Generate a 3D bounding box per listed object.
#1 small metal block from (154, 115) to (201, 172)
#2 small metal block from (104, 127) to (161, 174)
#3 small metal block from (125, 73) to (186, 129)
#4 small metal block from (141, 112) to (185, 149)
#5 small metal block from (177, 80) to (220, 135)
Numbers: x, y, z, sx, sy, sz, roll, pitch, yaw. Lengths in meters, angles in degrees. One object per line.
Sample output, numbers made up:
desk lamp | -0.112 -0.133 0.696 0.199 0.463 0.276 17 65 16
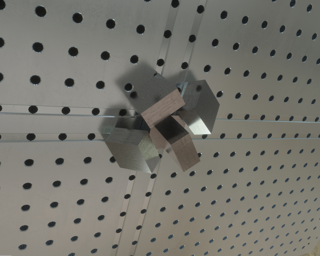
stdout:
small metal block | 0.020 0.018 0.384 0.025 0.050 0.050 -32 129 -8
small metal block | -0.034 0.028 0.389 0.025 0.050 0.050 -58 140 -37
small metal block | -0.006 -0.034 0.370 0.050 0.050 0.025 -35 129 -5
small metal block | 0.004 0.000 0.412 0.050 0.025 0.050 0 118 -30
small metal block | 0.052 -0.026 0.405 0.050 0.025 0.050 50 49 -39
